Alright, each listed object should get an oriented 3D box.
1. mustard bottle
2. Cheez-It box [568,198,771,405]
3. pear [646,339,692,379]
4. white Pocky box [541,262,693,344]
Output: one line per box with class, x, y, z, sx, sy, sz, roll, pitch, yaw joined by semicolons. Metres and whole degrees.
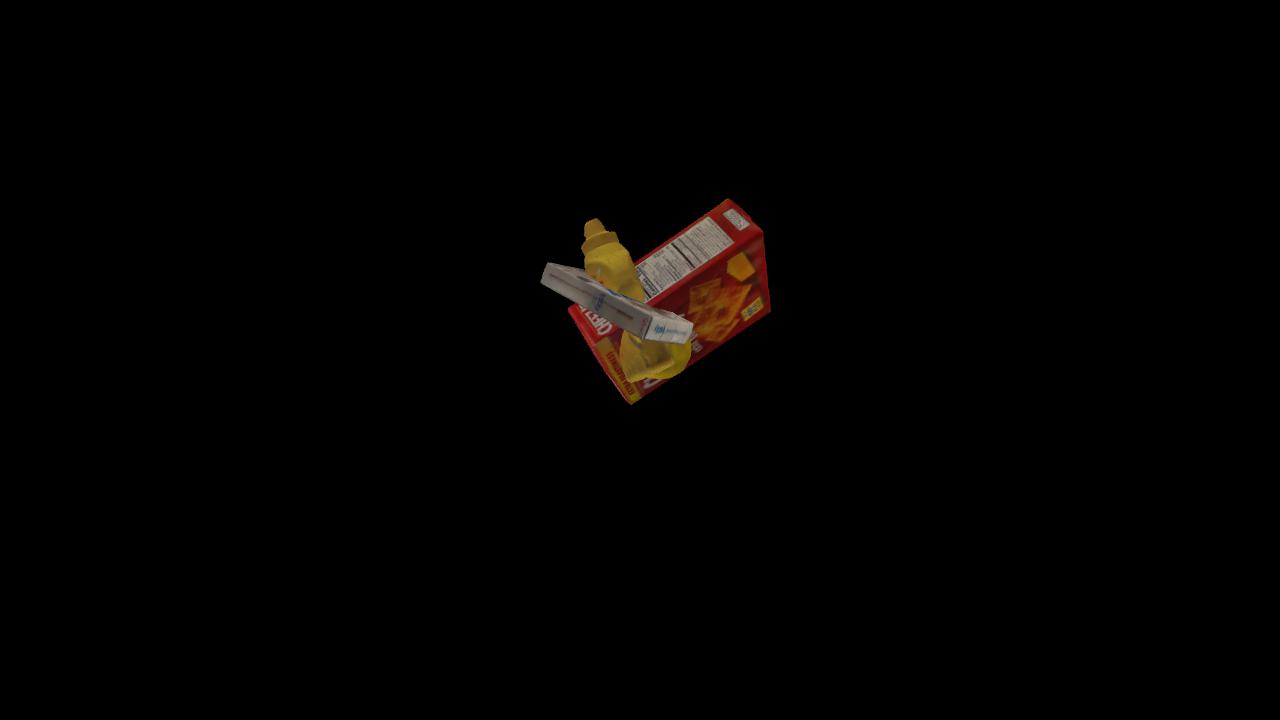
mustard bottle;-0.021;-0.070;0.676;0.054;0.184;0.092;-21;-5;-9
Cheez-It box;0.044;-0.060;0.724;0.223;0.071;0.166;-34;-31;-4
pear;0.020;-0.018;0.743;0.080;0.080;0.111;0;9;-1
white Pocky box;-0.026;-0.061;0.656;0.154;0.028;0.084;30;15;31
